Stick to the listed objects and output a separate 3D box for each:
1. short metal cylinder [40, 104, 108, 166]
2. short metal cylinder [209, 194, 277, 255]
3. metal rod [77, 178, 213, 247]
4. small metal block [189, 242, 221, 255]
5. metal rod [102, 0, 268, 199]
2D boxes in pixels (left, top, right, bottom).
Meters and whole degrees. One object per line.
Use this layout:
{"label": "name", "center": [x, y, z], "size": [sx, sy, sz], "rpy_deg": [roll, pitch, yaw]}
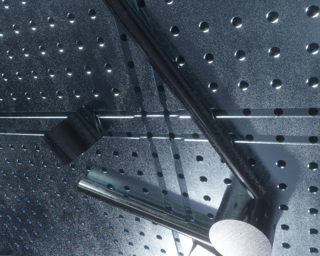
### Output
{"label": "short metal cylinder", "center": [-0.122, 0.010, 0.446], "size": [0.080, 0.080, 0.050], "rpy_deg": [-30, 102, 38]}
{"label": "short metal cylinder", "center": [0.113, 0.137, 0.420], "size": [0.080, 0.050, 0.079], "rpy_deg": [13, 124, 21]}
{"label": "metal rod", "center": [-0.001, 0.143, 0.499], "size": [0.301, 0.025, 0.025], "rpy_deg": [17, 125, 18]}
{"label": "small metal block", "center": [0.077, 0.203, 0.496], "size": [0.050, 0.025, 0.050], "rpy_deg": [29, 128, 9]}
{"label": "metal rod", "center": [0.035, -0.035, 0.370], "size": [0.025, 0.025, 0.300], "rpy_deg": [-31, 102, 38]}
